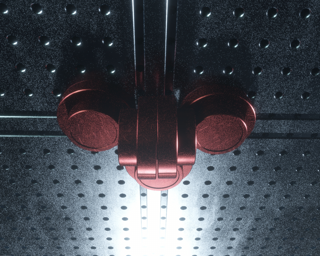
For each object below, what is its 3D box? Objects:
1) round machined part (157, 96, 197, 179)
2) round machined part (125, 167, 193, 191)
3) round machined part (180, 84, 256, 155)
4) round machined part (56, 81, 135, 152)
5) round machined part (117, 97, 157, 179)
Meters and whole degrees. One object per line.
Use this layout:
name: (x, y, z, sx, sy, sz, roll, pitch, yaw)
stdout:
round machined part: (0.019, 0.010, 0.366, 0.042, 0.098, 0.097, -1, 130, 0)
round machined part: (-0.002, 0.053, 0.446, 0.099, 0.042, 0.097, -1, 130, 0)
round machined part: (0.073, -0.004, 0.397, 0.099, 0.042, 0.097, -1, 130, 0)
round machined part: (-0.081, -0.008, 0.392, 0.099, 0.042, 0.097, -1, 130, 0)
round machined part: (-0.025, 0.011, 0.365, 0.042, 0.098, 0.097, 1, 130, -1)
